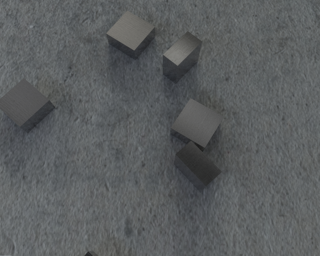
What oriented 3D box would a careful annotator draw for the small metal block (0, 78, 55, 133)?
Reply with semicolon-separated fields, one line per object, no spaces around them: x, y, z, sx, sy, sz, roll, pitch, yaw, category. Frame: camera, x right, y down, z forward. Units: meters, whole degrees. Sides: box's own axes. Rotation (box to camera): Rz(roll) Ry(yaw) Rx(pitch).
-0.181;-0.030;0.417;0.050;0.025;0.050;39;74;12;small metal block

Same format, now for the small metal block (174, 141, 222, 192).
0.044;0.048;0.378;0.025;0.050;0.050;-40;75;-13;small metal block

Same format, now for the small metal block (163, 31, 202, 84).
0.030;-0.097;0.431;0.025;0.050;0.050;40;75;13;small metal block

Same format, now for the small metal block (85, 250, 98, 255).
-0.077;0.174;0.344;0.050;0.025;0.050;38;74;12;small metal block

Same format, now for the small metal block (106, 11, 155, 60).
-0.042;-0.137;0.458;0.050;0.025;0.050;34;73;11;small metal block

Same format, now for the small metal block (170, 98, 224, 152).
0.048;-0.003;0.410;0.050;0.025;0.050;31;73;10;small metal block
